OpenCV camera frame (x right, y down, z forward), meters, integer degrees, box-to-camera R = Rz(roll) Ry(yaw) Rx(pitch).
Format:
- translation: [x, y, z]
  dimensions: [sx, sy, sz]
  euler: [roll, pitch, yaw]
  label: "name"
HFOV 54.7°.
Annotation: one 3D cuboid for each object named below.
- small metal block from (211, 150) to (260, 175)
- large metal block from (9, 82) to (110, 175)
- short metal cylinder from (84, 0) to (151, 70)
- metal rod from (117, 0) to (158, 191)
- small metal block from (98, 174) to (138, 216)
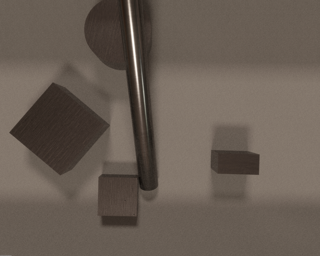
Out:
- translation: [0.095, 0.044, 0.400]
  dimensions: [0.050, 0.050, 0.025]
  euler: [2, 90, -1]
  label: "small metal block"
- translation: [-0.125, 0.001, 0.397]
  dimensions: [0.080, 0.050, 0.080]
  euler: [41, 90, -1]
  label: "large metal block"
- translation: [-0.051, -0.119, 0.398]
  dimensions: [0.081, 0.050, 0.079]
  euler: [0, 90, -1]
  label: "short metal cylinder"
- translation: [-0.025, -0.058, 0.350]
  dimensions: [0.025, 0.025, 0.298]
  euler: [-5, 115, 0]
  label: "metal rod"
- translation: [-0.055, 0.088, 0.411]
  dimensions: [0.050, 0.025, 0.050]
  euler: [1, 90, -1]
  label: "small metal block"
